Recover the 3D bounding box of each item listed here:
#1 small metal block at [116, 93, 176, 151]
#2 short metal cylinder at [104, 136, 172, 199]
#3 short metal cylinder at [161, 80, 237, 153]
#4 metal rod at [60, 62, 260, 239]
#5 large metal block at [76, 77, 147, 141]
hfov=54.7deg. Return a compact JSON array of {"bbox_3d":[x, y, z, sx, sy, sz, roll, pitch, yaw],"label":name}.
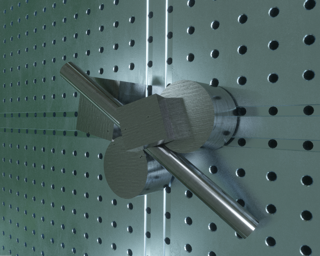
[{"bbox_3d":[-0.016,-0.005,0.343,0.050,0.025,0.050,-18,78,20],"label":"small metal block"},{"bbox_3d":[-0.029,0.050,0.412,0.080,0.050,0.079,0,90,40],"label":"short metal cylinder"},{"bbox_3d":[0.040,-0.012,0.355,0.080,0.050,0.079,0,90,40],"label":"short metal cylinder"},{"bbox_3d":[-0.013,0.015,0.369,0.300,0.025,0.025,40,115,17],"label":"metal rod"},{"bbox_3d":[-0.071,-0.029,0.445,0.080,0.050,0.079,14,99,39],"label":"large metal block"}]
